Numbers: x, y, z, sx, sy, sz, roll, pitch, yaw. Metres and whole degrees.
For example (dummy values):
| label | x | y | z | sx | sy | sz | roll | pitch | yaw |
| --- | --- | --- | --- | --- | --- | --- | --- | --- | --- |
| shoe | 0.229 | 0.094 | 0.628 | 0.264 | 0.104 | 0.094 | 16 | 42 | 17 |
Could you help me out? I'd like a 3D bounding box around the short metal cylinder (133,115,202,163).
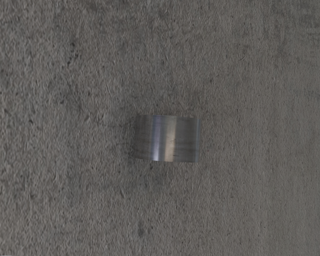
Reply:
| label | x | y | z | sx | sy | sz | roll | pitch | yaw |
| --- | --- | --- | --- | --- | --- | --- | --- | --- | --- |
| short metal cylinder | 0.009 | 0.013 | 0.376 | 0.081 | 0.080 | 0.050 | 6 | 86 | -40 |
